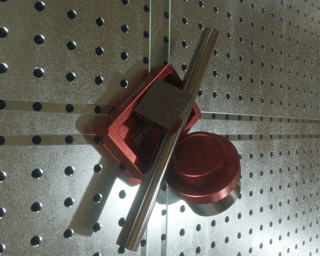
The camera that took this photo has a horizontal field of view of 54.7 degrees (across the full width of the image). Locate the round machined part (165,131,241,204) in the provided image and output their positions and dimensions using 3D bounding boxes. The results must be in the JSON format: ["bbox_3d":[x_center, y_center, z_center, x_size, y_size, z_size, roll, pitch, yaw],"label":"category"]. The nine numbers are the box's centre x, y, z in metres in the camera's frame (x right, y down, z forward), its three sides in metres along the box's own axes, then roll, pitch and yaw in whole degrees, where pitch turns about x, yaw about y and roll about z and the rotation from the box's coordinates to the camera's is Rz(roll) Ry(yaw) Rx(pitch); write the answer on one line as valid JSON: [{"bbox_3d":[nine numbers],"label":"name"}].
[{"bbox_3d":[0.051,0.043,0.393,0.098,0.098,0.042,-54,144,-27],"label":"round machined part"}]

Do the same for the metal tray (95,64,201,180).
[{"bbox_3d":[-0.009,-0.009,0.399,0.130,0.030,0.090,-51,120,-28],"label":"metal tray"}]

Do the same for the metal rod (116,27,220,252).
[{"bbox_3d":[0.017,0.000,0.386,0.025,0.025,0.300,35,68,-35],"label":"metal rod"}]

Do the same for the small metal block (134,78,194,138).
[{"bbox_3d":[0.006,-0.024,0.371,0.050,0.050,0.025,-56,161,-14],"label":"small metal block"}]

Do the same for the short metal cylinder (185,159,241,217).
[{"bbox_3d":[0.064,0.074,0.428,0.080,0.080,0.050,-51,121,-28],"label":"short metal cylinder"}]
